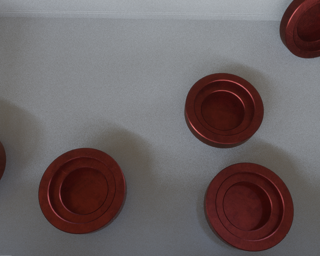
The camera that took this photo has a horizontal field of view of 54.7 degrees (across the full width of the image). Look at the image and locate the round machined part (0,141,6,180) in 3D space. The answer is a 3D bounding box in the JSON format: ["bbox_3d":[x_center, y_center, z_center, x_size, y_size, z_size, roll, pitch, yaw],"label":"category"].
[{"bbox_3d":[-0.239,0.046,0.380,0.099,0.042,0.098,1,70,-3],"label":"round machined part"}]

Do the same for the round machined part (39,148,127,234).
[{"bbox_3d":[-0.089,0.076,0.372,0.099,0.042,0.098,0,70,0],"label":"round machined part"}]

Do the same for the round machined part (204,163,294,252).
[{"bbox_3d":[0.101,0.093,0.367,0.099,0.042,0.098,0,70,0],"label":"round machined part"}]

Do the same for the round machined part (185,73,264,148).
[{"bbox_3d":[0.081,-0.020,0.408,0.099,0.042,0.098,0,70,0],"label":"round machined part"}]

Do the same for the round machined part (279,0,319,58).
[{"bbox_3d":[0.216,-0.151,0.434,0.099,0.097,0.042,-7,42,-3],"label":"round machined part"}]
